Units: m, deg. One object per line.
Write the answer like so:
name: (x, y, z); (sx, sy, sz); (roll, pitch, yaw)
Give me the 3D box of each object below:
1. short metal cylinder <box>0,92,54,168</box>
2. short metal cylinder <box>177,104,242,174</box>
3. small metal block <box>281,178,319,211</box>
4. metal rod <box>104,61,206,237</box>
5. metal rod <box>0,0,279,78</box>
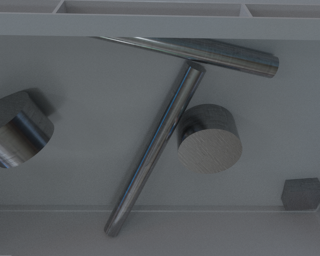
short metal cylinder: (-0.177, 0.001, 0.371); (0.080, 0.080, 0.050); (-18, 128, 14)
short metal cylinder: (0.062, 0.015, 0.407); (0.081, 0.050, 0.079); (0, 130, 0)
small metal block: (0.231, 0.108, 0.505); (0.050, 0.025, 0.050); (-5, 130, 3)
metal rod: (-0.018, 0.047, 0.422); (0.025, 0.025, 0.298); (18, 120, -15)
metal rod: (-0.018, -0.096, 0.326); (0.302, 0.025, 0.025); (10, 129, -10)
